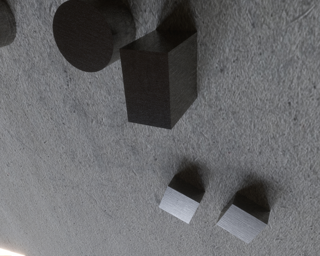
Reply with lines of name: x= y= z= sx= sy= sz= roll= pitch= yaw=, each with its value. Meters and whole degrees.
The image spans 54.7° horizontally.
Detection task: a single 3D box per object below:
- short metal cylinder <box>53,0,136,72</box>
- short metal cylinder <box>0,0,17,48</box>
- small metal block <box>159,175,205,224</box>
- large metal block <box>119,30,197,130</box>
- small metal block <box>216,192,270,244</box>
short metal cylinder: x=-0.076 y=-0.111 z=0.362 sx=0.080 sy=0.050 sz=0.079 roll=13 pitch=124 yaw=21
short metal cylinder: x=-0.251 y=-0.148 z=0.432 sx=0.080 sy=0.050 sz=0.079 roll=13 pitch=124 yaw=21
small metal block: x=0.032 y=0.106 z=0.456 sx=0.050 sy=0.025 sz=0.050 roll=27 pitch=128 yaw=11
large metal block: x=0.003 y=-0.056 z=0.335 sx=0.050 sy=0.080 sz=0.079 roll=10 pitch=123 yaw=22
small metal block: x=0.113 y=0.123 z=0.424 sx=0.050 sy=0.025 sz=0.050 roll=30 pitch=128 yaw=8
